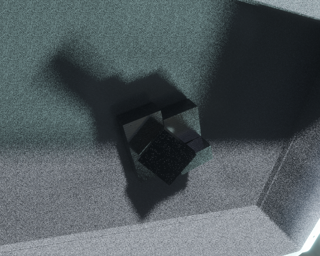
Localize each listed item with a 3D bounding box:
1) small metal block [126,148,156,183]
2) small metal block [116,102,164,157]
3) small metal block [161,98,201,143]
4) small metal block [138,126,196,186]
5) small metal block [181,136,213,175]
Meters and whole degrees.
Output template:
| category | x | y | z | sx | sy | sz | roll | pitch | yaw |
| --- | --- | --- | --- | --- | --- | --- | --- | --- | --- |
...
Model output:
| category | x | y | z | sx | sy | sz | roll | pitch | yaw |
| --- | --- | --- | --- | --- | --- | --- | --- | --- | --- |
| small metal block | -0.014 | 0.041 | 0.426 | 0.050 | 0.025 | 0.050 | -23 | 127 | -15 |
| small metal block | -0.023 | 0.001 | 0.397 | 0.050 | 0.025 | 0.050 | -23 | 127 | -15 |
| small metal block | 0.025 | -0.005 | 0.419 | 0.050 | 0.025 | 0.050 | -23 | 127 | -15 |
| small metal block | 0.009 | 0.034 | 0.386 | 0.050 | 0.025 | 0.050 | 39 | 97 | -5 |
| small metal block | 0.038 | 0.031 | 0.432 | 0.050 | 0.050 | 0.025 | -26 | 128 | -14 |
